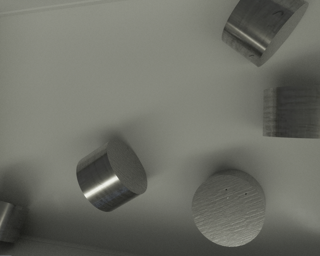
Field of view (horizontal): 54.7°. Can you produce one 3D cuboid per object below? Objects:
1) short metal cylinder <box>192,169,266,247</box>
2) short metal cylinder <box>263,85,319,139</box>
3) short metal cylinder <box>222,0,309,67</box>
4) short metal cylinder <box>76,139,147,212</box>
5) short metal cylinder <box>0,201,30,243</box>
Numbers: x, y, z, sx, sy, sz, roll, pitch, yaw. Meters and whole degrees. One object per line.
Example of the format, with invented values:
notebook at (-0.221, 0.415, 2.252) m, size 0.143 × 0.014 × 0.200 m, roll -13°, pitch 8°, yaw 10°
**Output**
short metal cylinder at (0.083, 0.092, 0.368) m, size 0.080 × 0.050 × 0.080 m, roll 0°, pitch 90°, yaw 20°
short metal cylinder at (0.151, -0.015, 0.328) m, size 0.080 × 0.080 × 0.050 m, roll 1°, pitch 91°, yaw 20°
short metal cylinder at (0.114, -0.115, 0.341) m, size 0.050 × 0.080 × 0.080 m, roll 42°, pitch 103°, yaw 15°
short metal cylinder at (-0.061, 0.061, 0.403) m, size 0.050 × 0.080 × 0.080 m, roll -33°, pitch 80°, yaw 17°
short metal cylinder at (-0.244, 0.135, 0.460) m, size 0.080 × 0.080 × 0.050 m, roll 7°, pitch 67°, yaw 20°
